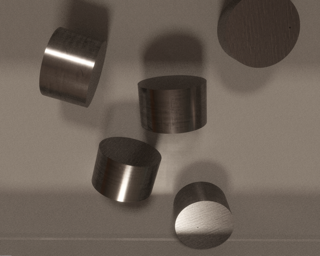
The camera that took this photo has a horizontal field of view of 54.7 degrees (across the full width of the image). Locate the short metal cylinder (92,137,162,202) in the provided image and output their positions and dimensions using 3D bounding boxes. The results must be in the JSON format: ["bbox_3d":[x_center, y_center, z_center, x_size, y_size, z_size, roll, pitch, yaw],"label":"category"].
[{"bbox_3d":[-0.043,0.051,0.400,0.081,0.080,0.050,14,110,-6],"label":"short metal cylinder"}]

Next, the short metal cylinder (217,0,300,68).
[{"bbox_3d":[0.111,-0.114,0.358,0.081,0.050,0.079,0,110,-1],"label":"short metal cylinder"}]

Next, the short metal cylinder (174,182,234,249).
[{"bbox_3d":[0.061,0.125,0.445,0.081,0.050,0.079,0,110,-1],"label":"short metal cylinder"}]

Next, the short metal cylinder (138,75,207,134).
[{"bbox_3d":[0.015,-0.031,0.371,0.081,0.080,0.050,-3,110,1],"label":"short metal cylinder"}]

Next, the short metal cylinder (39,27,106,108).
[{"bbox_3d":[-0.098,-0.069,0.355,0.050,0.080,0.079,16,109,-6],"label":"short metal cylinder"}]
